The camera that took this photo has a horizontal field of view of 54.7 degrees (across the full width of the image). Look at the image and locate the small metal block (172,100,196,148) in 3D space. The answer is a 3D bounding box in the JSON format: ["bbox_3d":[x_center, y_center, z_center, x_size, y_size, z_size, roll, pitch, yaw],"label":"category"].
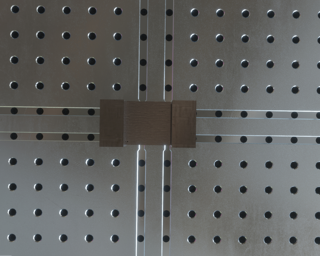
[{"bbox_3d":[0.025,-0.004,0.350,0.025,0.050,0.050,1,90,0],"label":"small metal block"}]

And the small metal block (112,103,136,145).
[{"bbox_3d":[-0.045,-0.005,0.400,0.025,0.050,0.050,1,90,0],"label":"small metal block"}]

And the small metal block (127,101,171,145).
[{"bbox_3d":[-0.013,-0.006,0.364,0.050,0.025,0.050,1,90,-1],"label":"small metal block"}]

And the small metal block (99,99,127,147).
[{"bbox_3d":[-0.051,-0.005,0.349,0.025,0.050,0.050,1,90,0],"label":"small metal block"}]

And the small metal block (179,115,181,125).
[{"bbox_3d":[0.020,-0.004,0.401,0.025,0.050,0.050,-1,90,0],"label":"small metal block"}]
